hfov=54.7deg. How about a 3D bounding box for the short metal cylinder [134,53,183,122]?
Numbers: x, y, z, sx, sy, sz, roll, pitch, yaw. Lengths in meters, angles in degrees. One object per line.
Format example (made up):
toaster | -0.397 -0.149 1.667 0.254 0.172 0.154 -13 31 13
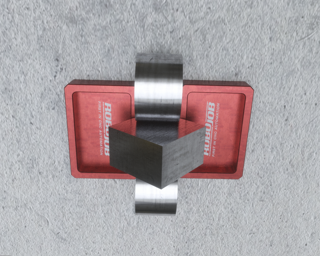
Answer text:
short metal cylinder | -0.002 -0.047 0.364 0.050 0.080 0.079 2 110 -1

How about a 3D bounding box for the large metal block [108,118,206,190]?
large metal block | -0.003 0.021 0.367 0.080 0.081 0.050 18 116 36

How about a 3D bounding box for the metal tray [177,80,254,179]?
metal tray | 0.068 0.004 0.411 0.091 0.030 0.129 1 110 -1

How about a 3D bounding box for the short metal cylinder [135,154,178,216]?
short metal cylinder | -0.005 0.075 0.409 0.050 0.080 0.079 2 110 -1

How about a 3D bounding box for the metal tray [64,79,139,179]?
metal tray | -0.073 0.003 0.409 0.091 0.030 0.129 1 110 -1
